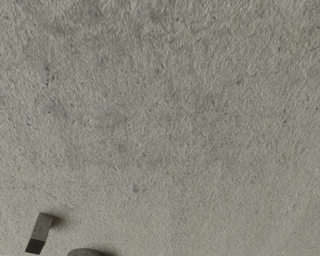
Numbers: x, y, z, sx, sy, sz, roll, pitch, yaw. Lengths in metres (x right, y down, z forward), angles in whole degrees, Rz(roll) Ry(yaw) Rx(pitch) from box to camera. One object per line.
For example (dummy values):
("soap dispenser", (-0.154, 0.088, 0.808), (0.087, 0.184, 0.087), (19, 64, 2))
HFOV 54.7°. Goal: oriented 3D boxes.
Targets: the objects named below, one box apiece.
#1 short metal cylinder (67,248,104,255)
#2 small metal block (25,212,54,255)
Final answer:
("short metal cylinder", (-0.157, 0.291, 0.637), (0.081, 0.050, 0.079), (0, 130, 0))
("small metal block", (-0.213, 0.187, 0.547), (0.025, 0.050, 0.050), (21, 127, -17))
